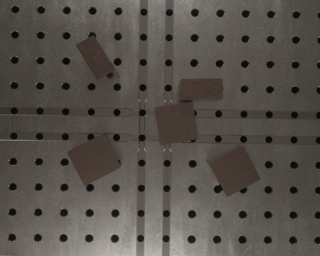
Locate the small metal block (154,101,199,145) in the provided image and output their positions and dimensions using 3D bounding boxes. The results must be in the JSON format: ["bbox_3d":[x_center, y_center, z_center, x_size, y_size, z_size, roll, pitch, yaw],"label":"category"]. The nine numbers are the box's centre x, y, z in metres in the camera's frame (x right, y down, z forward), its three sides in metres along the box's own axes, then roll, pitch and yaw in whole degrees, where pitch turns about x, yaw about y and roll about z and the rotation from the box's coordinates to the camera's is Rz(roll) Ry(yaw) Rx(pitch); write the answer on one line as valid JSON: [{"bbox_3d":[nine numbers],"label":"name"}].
[{"bbox_3d":[0.022,-0.006,0.414,0.050,0.025,0.050,-9,90,-1],"label":"small metal block"}]

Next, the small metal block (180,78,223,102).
[{"bbox_3d":[0.051,-0.048,0.402,0.050,0.050,0.025,-1,90,-1],"label":"small metal block"}]

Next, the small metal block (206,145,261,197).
[{"bbox_3d":[0.098,0.056,0.415,0.050,0.025,0.050,-28,90,-1],"label":"small metal block"}]

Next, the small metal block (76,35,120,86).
[{"bbox_3d":[-0.078,-0.085,0.400,0.025,0.050,0.050,-31,90,0],"label":"small metal block"}]

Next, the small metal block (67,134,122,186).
[{"bbox_3d":[-0.087,0.042,0.412,0.050,0.025,0.050,-27,90,-1],"label":"small metal block"}]
